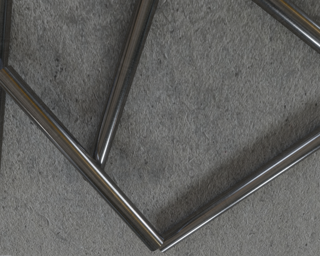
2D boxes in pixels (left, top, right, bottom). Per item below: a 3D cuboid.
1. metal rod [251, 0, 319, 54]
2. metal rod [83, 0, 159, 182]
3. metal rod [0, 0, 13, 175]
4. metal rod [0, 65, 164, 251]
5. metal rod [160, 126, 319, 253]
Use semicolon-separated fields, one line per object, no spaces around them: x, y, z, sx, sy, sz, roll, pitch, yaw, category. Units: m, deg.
0.094;-0.169;0.348;0.301;0.025;0.025;32;107;-12;metal rod
-0.046;-0.061;0.386;0.025;0.025;0.298;18;109;-7;metal rod
-0.205;-0.058;0.386;0.025;0.025;0.298;13;110;-5;metal rod
-0.095;0.048;0.399;0.025;0.025;0.300;-36;103;12;metal rod
0.116;0.090;0.443;0.300;0.025;0.025;-38;106;12;metal rod
